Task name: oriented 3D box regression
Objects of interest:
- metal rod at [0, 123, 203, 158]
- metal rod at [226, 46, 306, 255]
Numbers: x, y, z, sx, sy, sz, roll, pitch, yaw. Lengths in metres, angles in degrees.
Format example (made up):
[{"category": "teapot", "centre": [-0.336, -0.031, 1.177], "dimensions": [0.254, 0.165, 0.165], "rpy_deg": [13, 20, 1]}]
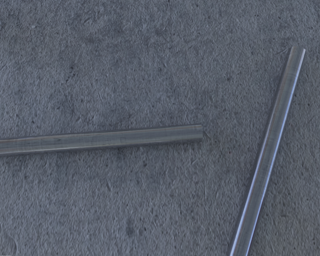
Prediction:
[{"category": "metal rod", "centre": [-0.097, 0.017, 0.401], "dimensions": [0.302, 0.025, 0.025], "rpy_deg": [-4, 70, -2]}, {"category": "metal rod", "centre": [0.143, 0.020, 0.402], "dimensions": [0.025, 0.025, 0.300], "rpy_deg": [21, 71, 7]}]
